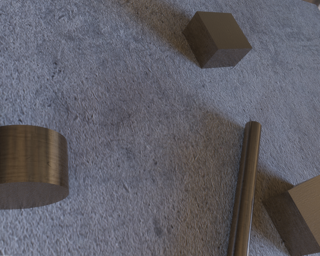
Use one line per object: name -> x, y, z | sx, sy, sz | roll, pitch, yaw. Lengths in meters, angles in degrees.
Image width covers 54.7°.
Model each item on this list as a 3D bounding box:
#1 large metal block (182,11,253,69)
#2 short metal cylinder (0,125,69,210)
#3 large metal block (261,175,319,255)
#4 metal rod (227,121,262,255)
large metal block -> 0.098, -0.152, 0.536 | 0.081, 0.050, 0.080 | -11, 68, -33
short metal cylinder -> -0.125, 0.038, 0.279 | 0.081, 0.080, 0.050 | 4, 60, -27
large metal block -> 0.202, 0.119, 0.427 | 0.081, 0.050, 0.080 | -13, 68, -34
metal rod -> 0.106, 0.110, 0.395 | 0.025, 0.025, 0.300 | 28, 52, -11
